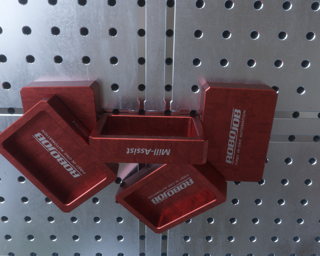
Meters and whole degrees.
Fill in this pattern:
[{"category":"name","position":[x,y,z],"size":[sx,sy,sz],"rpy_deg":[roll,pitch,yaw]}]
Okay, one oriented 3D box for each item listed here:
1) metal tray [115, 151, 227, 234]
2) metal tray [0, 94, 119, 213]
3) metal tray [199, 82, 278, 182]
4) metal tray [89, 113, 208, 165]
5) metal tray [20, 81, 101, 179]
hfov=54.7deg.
[{"category":"metal tray","position":[0.014,0.087,0.423],"size":[0.130,0.030,0.090],"rpy_deg":[-37,108,30]},{"category":"metal tray","position":[-0.126,0.035,0.388],"size":[0.090,0.030,0.130],"rpy_deg":[-36,107,11]},{"category":"metal tray","position":[0.097,0.007,0.414],"size":[0.091,0.030,0.129],"rpy_deg":[3,110,-2]},{"category":"metal tray","position":[-0.013,0.010,0.381],"size":[0.131,0.090,0.030],"rpy_deg":[1,110,-1]},{"category":"metal tray","position":[-0.124,0.005,0.411],"size":[0.091,0.030,0.129],"rpy_deg":[-1,111,0]}]
